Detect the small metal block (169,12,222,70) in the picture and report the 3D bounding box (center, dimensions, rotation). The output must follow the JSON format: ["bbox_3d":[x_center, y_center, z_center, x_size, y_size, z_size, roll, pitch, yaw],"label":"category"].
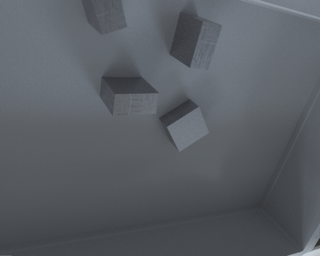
[{"bbox_3d":[0.039,-0.099,0.352,0.025,0.050,0.050,0,118,-29],"label":"small metal block"}]

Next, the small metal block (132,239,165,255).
[{"bbox_3d":[-0.021,0.228,0.541,0.050,0.025,0.050,-10,123,-23],"label":"small metal block"}]

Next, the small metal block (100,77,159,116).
[{"bbox_3d":[-0.036,-0.037,0.350,0.050,0.050,0.025,-4,120,-26],"label":"small metal block"}]

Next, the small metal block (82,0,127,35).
[{"bbox_3d":[-0.056,-0.120,0.287,0.025,0.050,0.050,-23,127,-15],"label":"small metal block"}]

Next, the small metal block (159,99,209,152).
[{"bbox_3d":[0.034,-0.003,0.425,0.050,0.025,0.050,-33,129,-7],"label":"small metal block"}]
